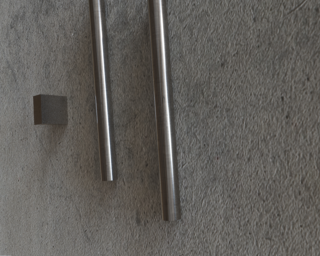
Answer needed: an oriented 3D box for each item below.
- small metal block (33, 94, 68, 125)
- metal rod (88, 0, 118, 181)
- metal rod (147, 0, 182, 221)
[{"bbox_3d":[-0.191,-0.031,0.543,0.025,0.050,0.050,-6,87,39],"label":"small metal block"},{"bbox_3d":[-0.088,-0.070,0.475,0.025,0.025,0.298,-8,85,39],"label":"metal rod"},{"bbox_3d":[0.005,-0.034,0.399,0.025,0.025,0.298,-6,86,39],"label":"metal rod"}]
